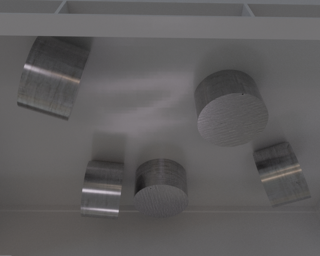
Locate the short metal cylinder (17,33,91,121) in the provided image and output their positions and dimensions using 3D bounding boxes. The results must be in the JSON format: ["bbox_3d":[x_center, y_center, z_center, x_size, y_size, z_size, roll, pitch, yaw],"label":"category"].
[{"bbox_3d":[-0.110,-0.052,0.327,0.050,0.080,0.079,18,128,-15],"label":"short metal cylinder"}]

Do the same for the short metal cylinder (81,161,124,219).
[{"bbox_3d":[-0.082,0.089,0.448,0.050,0.080,0.079,7,130,-6],"label":"short metal cylinder"}]

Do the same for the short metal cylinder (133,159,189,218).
[{"bbox_3d":[0.001,0.092,0.471,0.081,0.050,0.079,0,130,0],"label":"short metal cylinder"}]

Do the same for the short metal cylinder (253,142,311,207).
[{"bbox_3d":[0.167,0.064,0.429,0.050,0.080,0.080,-21,127,17],"label":"short metal cylinder"}]

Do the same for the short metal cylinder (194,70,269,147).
[{"bbox_3d":[0.083,-0.023,0.374,0.081,0.050,0.079,0,130,0],"label":"short metal cylinder"}]
